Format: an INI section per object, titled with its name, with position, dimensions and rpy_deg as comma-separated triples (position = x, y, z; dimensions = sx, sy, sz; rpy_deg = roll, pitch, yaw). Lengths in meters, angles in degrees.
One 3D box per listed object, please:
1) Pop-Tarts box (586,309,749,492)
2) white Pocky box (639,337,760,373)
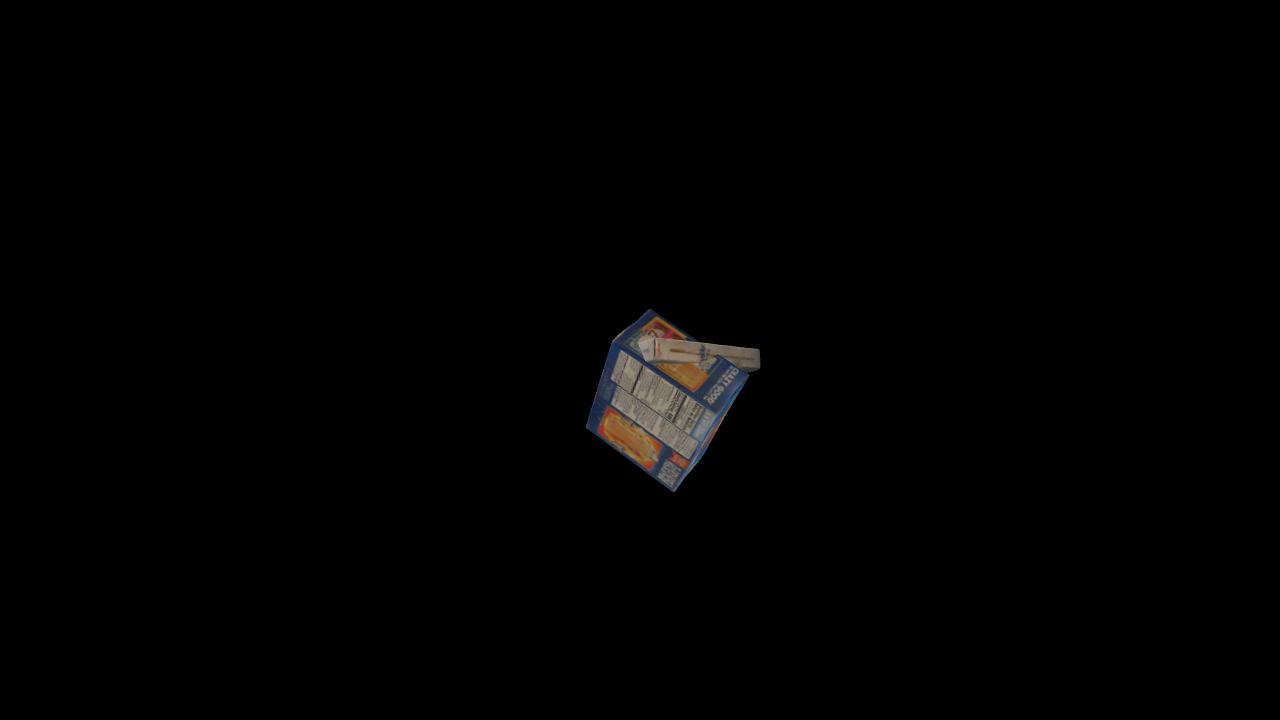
[Pop-Tarts box]
position = 0.026, 0.050, 0.729
dimensions = 0.141, 0.167, 0.083
rpy_deg = 35, 49, 14
[white Pocky box]
position = 0.056, 0.001, 0.714
dimensions = 0.154, 0.028, 0.084
rpy_deg = 5, -13, -33
